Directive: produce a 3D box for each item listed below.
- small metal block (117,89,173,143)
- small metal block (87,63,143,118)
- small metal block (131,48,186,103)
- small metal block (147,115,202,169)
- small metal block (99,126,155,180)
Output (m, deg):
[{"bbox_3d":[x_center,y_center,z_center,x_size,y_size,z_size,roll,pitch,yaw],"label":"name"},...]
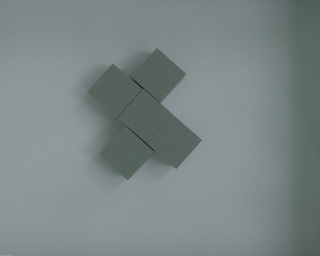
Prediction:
[{"bbox_3d":[-0.019,-0.015,0.408,0.050,0.025,0.050,41,90,0],"label":"small metal block"},{"bbox_3d":[-0.058,-0.048,0.409,0.050,0.025,0.050,41,90,0],"label":"small metal block"},{"bbox_3d":[-0.002,-0.067,0.409,0.050,0.025,0.050,42,89,0],"label":"small metal block"},{"bbox_3d":[0.019,0.018,0.409,0.050,0.025,0.050,41,90,0],"label":"small metal block"},{"bbox_3d":[-0.042,0.032,0.409,0.050,0.025,0.050,43,91,0],"label":"small metal block"}]
